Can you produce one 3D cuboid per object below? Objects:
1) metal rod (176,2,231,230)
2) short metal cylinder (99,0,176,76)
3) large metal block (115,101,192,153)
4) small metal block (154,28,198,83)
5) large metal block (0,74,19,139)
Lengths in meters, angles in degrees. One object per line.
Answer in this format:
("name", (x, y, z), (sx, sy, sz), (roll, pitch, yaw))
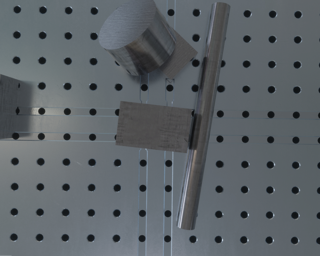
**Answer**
("metal rod", (0.058, -0.015, 0.413), (0.025, 0.025, 0.298), (9, 90, 0))
("short metal cylinder", (-0.027, -0.112, 0.380), (0.080, 0.050, 0.080), (-16, 54, 24))
("large metal block", (-0.007, -0.001, 0.386), (0.081, 0.080, 0.050), (7, 90, 0))
("small metal block", (0.014, -0.097, 0.413), (0.050, 0.025, 0.050), (44, 90, 0))
("large metal block", (-0.236, -0.029, 0.399), (0.081, 0.050, 0.079), (5, 90, 0))
